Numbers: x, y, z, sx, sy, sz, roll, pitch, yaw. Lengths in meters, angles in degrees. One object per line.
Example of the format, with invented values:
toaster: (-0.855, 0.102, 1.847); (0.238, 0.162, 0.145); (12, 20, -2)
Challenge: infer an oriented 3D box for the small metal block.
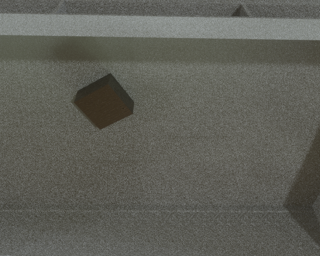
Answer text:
small metal block: (-0.067, -0.032, 0.381); (0.050, 0.025, 0.050); (-25, 126, 19)
